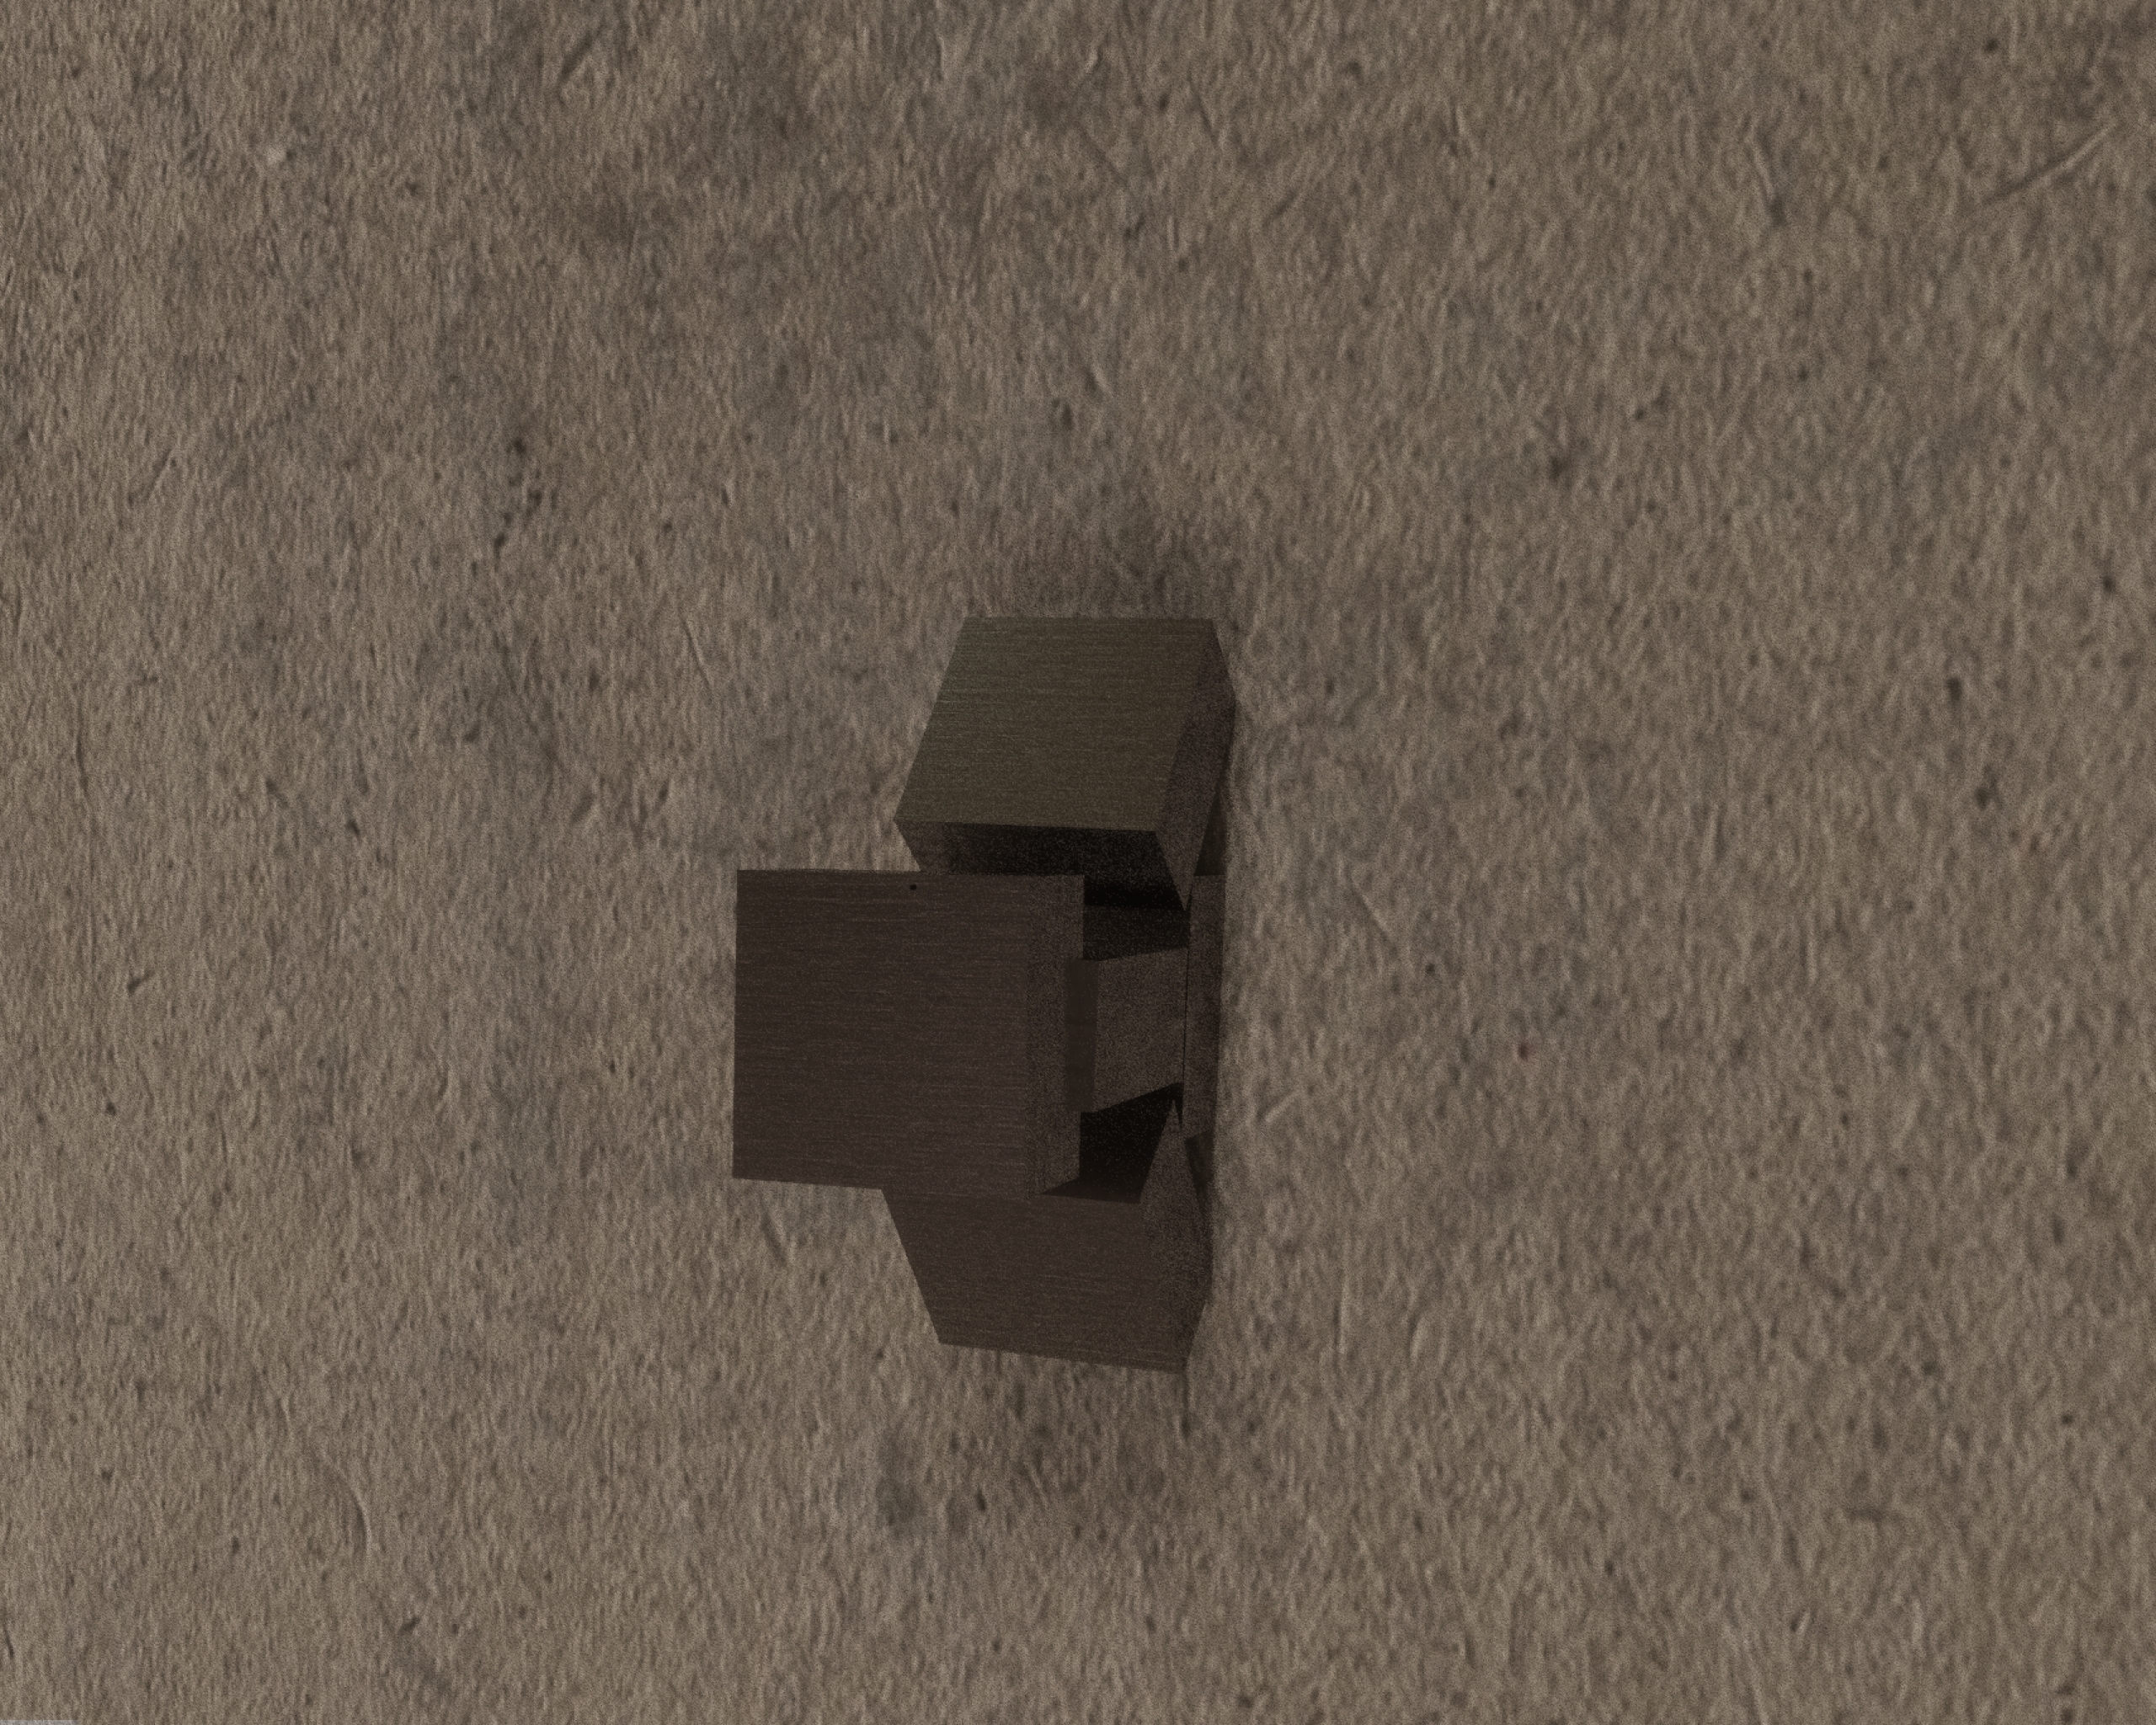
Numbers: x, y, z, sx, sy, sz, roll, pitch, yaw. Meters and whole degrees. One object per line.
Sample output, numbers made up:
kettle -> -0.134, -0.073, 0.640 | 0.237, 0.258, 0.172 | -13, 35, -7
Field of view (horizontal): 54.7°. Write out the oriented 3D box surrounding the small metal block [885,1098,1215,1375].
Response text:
small metal block -> -0.005, 0.069, 0.398 | 0.050, 0.025, 0.050 | 3, 132, 19

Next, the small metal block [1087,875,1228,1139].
small metal block -> 0.001, 0.026, 0.410 | 0.050, 0.025, 0.050 | 3, 91, 19

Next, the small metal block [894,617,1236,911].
small metal block -> -0.001, -0.020, 0.397 | 0.050, 0.025, 0.050 | 3, 55, 20

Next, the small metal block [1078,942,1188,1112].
small metal block -> -0.012, 0.027, 0.373 | 0.050, 0.050, 0.025 | 3, 91, 19

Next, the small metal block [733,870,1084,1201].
small metal block -> -0.027, 0.026, 0.339 | 0.050, 0.025, 0.050 | 1, 90, 19
